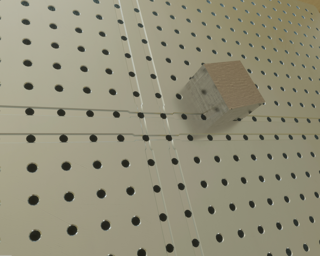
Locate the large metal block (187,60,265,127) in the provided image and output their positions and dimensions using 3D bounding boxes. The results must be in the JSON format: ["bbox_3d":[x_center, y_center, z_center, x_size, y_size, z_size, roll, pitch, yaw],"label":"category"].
[{"bbox_3d":[0.102,-0.056,0.483,0.081,0.050,0.080,-13,69,-34],"label":"large metal block"}]
